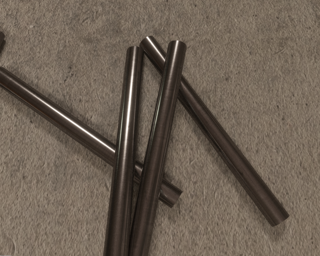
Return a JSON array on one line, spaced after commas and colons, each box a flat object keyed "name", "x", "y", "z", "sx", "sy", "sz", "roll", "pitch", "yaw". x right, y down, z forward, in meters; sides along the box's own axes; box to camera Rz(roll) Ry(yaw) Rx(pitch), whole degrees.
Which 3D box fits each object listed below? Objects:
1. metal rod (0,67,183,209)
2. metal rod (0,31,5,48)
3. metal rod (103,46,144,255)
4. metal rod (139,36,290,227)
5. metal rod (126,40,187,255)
[{"name": "metal rod", "x": -0.102, "y": 0.006, "z": 0.404, "sx": 0.301, "sy": 0.025, "sz": 0.025, "roll": 33, "pitch": 73, "yaw": 11}, {"name": "metal rod", "x": -0.272, "y": -0.003, "z": 0.405, "sx": 0.025, "sy": 0.025, "sz": 0.299, "roll": 11, "pitch": 70, "yaw": 4}, {"name": "metal rod", "x": -0.041, "y": 0.021, "z": 0.375, "sx": 0.025, "sy": 0.025, "sz": 0.299, "roll": 2, "pitch": 61, "yaw": 0}, {"name": "metal rod", "x": 0.062, "y": -0.007, "z": 0.411, "sx": 0.025, "sy": 0.025, "sz": 0.299, "roll": -31, "pitch": 73, "yaw": -11}, {"name": "metal rod", "x": -0.004, "y": 0.027, "z": 0.370, "sx": 0.025, "sy": 0.025, "sz": 0.299, "roll": 10, "pitch": 70, "yaw": 3}]
